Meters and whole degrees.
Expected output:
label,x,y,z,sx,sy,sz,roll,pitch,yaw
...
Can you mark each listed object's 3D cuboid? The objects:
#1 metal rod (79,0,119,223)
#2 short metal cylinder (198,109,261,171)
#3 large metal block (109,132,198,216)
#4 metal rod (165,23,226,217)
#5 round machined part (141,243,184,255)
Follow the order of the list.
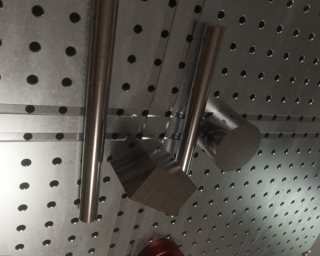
label,x,y,z,sx,sy,sz,roll,pitch,yaw
metal rod,-0.076,-0.007,0.366,0.025,0.025,0.298,-4,120,-27
short metal cylinder,0.103,0.018,0.464,0.081,0.050,0.079,-14,125,-21
large metal block,-0.010,0.061,0.409,0.080,0.080,0.050,33,100,-39
metal rod,0.043,0.007,0.440,0.025,0.025,0.298,-4,121,-27
round machined part,0.003,0.261,0.566,0.099,0.042,0.097,-14,125,-21
